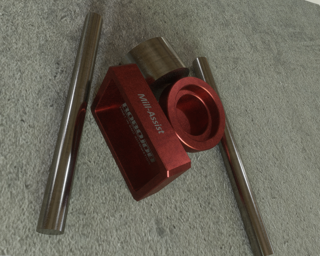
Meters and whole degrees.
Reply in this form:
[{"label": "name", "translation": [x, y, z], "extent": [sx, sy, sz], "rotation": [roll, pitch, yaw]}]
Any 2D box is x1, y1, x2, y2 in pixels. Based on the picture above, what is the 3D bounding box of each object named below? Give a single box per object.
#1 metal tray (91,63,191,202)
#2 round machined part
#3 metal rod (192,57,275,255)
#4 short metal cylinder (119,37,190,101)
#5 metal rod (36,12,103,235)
[{"label": "metal tray", "translation": [-0.028, 0.006, 0.343], "extent": [0.030, 0.090, 0.130], "rotation": [-18, 71, -35]}, {"label": "round machined part", "translation": [0.037, -0.015, 0.411], "extent": [0.099, 0.042, 0.098], "rotation": [11, 71, -33]}, {"label": "metal rod", "translation": [0.096, 0.024, 0.440], "extent": [0.025, 0.025, 0.299], "rotation": [1, 61, -28]}, {"label": "short metal cylinder", "translation": [-0.009, -0.073, 0.408], "extent": [0.081, 0.080, 0.050], "rotation": [-24, 75, -36]}, {"label": "metal rod", "translation": [-0.099, -0.030, 0.368], "extent": [0.025, 0.025, 0.300], "rotation": [15, 56, -20]}]
